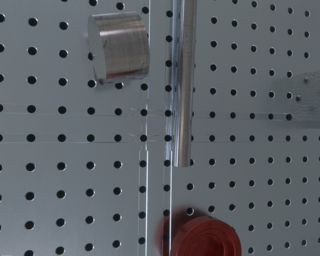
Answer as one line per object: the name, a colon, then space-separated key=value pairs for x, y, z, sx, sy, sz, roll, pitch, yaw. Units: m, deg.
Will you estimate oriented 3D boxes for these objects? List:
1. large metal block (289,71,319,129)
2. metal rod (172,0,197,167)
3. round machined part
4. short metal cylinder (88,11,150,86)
large metal block: x=0.257 y=-0.043 z=0.478 sx=0.050 sy=0.080 sz=0.080 roll=16 pitch=85 yaw=-20
metal rod: x=0.035 y=-0.097 z=0.425 sx=0.025 sy=0.025 sz=0.298 roll=3 pitch=89 yaw=-20
round machined part: x=0.059 y=0.170 z=0.426 sx=0.099 sy=0.042 sz=0.097 roll=0 pitch=90 yaw=-20
short metal cylinder: x=-0.050 y=-0.094 z=0.365 sx=0.050 sy=0.080 sz=0.080 roll=-13 pitch=95 yaw=-20
